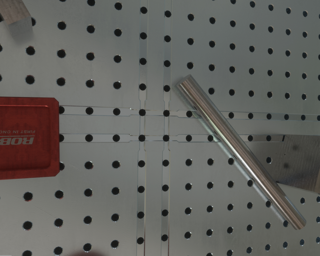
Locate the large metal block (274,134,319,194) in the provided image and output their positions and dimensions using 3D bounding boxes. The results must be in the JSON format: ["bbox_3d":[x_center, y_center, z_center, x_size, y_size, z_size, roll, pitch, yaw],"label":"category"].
[{"bbox_3d":[0.229,0.056,0.470,0.050,0.080,0.080,18,84,-20],"label":"large metal block"}]

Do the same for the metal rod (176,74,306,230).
[{"bbox_3d":[0.128,0.044,0.461,0.025,0.025,0.300,-45,104,-15],"label":"metal rod"}]

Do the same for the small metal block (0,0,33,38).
[{"bbox_3d":[-0.165,-0.133,0.338,0.025,0.050,0.050,-32,101,-17],"label":"small metal block"}]

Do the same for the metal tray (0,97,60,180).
[{"bbox_3d":[-0.181,0.011,0.343,0.131,0.030,0.089,-1,90,-21],"label":"metal tray"}]
